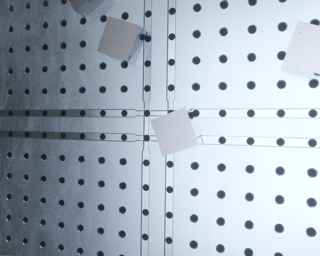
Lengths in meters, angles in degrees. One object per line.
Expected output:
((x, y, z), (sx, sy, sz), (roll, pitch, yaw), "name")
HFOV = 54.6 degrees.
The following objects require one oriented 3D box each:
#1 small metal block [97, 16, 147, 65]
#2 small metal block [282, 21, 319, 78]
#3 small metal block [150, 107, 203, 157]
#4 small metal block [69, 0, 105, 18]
((-0.053, -0.121, 0.432), (0.050, 0.025, 0.050), (22, 97, 18), "small metal block")
((0.173, -0.087, 0.352), (0.050, 0.025, 0.050), (21, 97, 18), "small metal block")
((0.022, 0.005, 0.405), (0.050, 0.025, 0.050), (-21, 83, 19), "small metal block")
((-0.109, -0.200, 0.452), (0.050, 0.025, 0.050), (-34, 79, 16), "small metal block")
